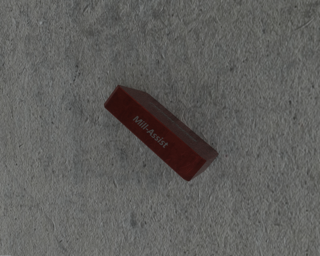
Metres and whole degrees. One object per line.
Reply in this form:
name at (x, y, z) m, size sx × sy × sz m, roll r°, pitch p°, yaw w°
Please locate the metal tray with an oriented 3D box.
metal tray at (0.005, 0.003, 0.373) m, size 0.130 × 0.090 × 0.030 m, roll 41°, pitch 103°, yaw 15°
